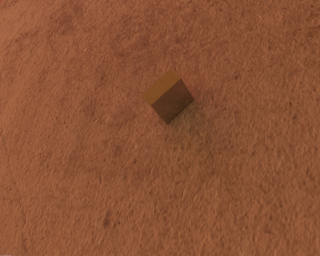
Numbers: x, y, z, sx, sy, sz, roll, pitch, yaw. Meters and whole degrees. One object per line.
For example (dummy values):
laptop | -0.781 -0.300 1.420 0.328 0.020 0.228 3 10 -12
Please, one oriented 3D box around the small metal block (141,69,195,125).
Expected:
small metal block | 0.011 -0.040 0.405 0.050 0.050 0.025 -42 51 -1
